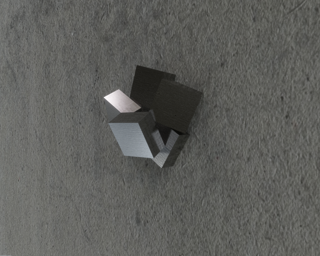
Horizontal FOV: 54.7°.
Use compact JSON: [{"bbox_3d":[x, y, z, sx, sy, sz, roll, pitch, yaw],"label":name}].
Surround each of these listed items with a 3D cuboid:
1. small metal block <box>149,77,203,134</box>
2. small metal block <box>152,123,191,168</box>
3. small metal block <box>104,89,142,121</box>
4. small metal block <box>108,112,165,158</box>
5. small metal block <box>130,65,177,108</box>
[{"bbox_3d":[0.018,-0.028,0.375,0.050,0.025,0.050,23,107,2],"label":"small metal block"},{"bbox_3d":[0.004,0.016,0.402,0.050,0.025,0.050,40,114,32],"label":"small metal block"},{"bbox_3d":[-0.050,-0.017,0.430,0.050,0.025,0.050,40,150,31],"label":"small metal block"},{"bbox_3d":[-0.028,0.008,0.381,0.050,0.025,0.050,0,123,39],"label":"small metal block"},{"bbox_3d":[-0.010,-0.053,0.414,0.050,0.025,0.050,22,104,37],"label":"small metal block"}]
